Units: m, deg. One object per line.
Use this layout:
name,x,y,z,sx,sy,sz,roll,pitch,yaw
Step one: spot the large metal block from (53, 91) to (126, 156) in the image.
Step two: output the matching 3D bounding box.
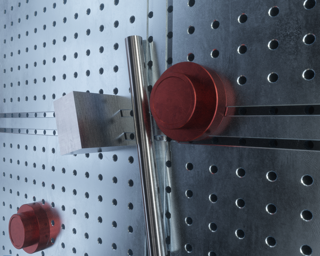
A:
large metal block,-0.103,-0.006,0.459,0.050,0.081,0.080,-18,79,38

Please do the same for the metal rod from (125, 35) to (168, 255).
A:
metal rod,-0.020,0.021,0.425,0.025,0.025,0.298,-11,83,39

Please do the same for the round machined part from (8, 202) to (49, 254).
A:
round machined part,-0.266,0.202,0.619,0.098,0.042,0.097,0,90,40

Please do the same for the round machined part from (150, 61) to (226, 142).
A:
round machined part,0.026,-0.032,0.377,0.098,0.042,0.097,0,90,40
